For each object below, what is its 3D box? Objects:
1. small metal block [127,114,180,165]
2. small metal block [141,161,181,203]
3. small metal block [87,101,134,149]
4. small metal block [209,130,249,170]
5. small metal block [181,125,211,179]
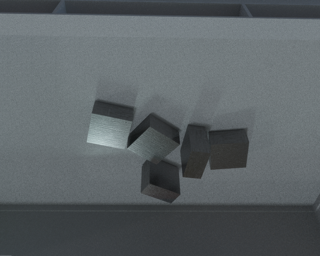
[{"bbox_3d":[-0.009,0.017,0.420,0.050,0.025,0.050,31,123,-24],"label":"small metal block"},{"bbox_3d":[0.001,0.076,0.455,0.050,0.050,0.025,24,127,-20],"label":"small metal block"},{"bbox_3d":[-0.065,-0.003,0.403,0.050,0.025,0.050,12,129,-10],"label":"small metal block"},{"bbox_3d":[0.095,0.031,0.434,0.050,0.025,0.050,-4,130,3],"label":"small metal block"},{"bbox_3d":[0.047,0.032,0.419,0.025,0.050,0.050,7,130,-7],"label":"small metal block"}]
